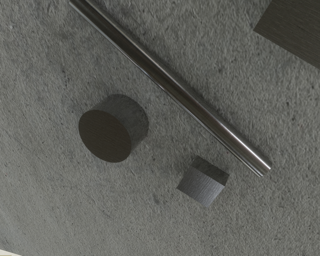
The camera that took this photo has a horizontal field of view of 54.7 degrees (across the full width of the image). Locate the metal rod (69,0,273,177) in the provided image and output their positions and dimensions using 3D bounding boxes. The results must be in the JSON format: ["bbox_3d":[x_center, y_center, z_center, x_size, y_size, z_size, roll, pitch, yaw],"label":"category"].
[{"bbox_3d":[0.014,-0.051,0.366,0.300,0.025,0.025,42,129,-2],"label":"metal rod"}]

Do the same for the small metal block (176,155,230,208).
[{"bbox_3d":[0.058,0.073,0.421,0.050,0.025,0.050,31,128,7],"label":"small metal block"}]

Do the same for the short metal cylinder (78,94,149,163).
[{"bbox_3d":[-0.062,0.000,0.422,0.080,0.050,0.079,13,124,20],"label":"short metal cylinder"}]

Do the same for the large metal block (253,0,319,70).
[{"bbox_3d":[0.138,-0.101,0.255,0.080,0.050,0.079,33,129,6],"label":"large metal block"}]
